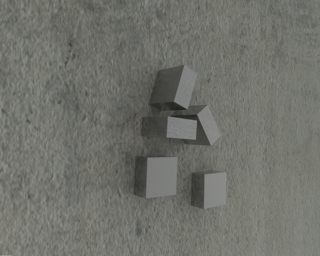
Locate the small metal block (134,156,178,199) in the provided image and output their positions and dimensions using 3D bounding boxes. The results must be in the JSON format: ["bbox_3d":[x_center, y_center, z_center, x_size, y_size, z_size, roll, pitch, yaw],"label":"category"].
[{"bbox_3d":[-0.005,0.062,0.403,0.050,0.025,0.050,4,88,-40],"label":"small metal block"}]

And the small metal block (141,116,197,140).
[{"bbox_3d":[0.012,0.001,0.400,0.050,0.050,0.025,6,86,-40],"label":"small metal block"}]

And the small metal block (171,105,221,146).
[{"bbox_3d":[0.050,-0.004,0.433,0.025,0.050,0.050,-41,116,-32],"label":"small metal block"}]

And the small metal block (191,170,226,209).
[{"bbox_3d":[0.075,0.092,0.470,0.050,0.025,0.050,2,89,-40],"label":"small metal block"}]

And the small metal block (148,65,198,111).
[{"bbox_3d":[0.016,-0.051,0.404,0.025,0.050,0.050,26,73,-37],"label":"small metal block"}]
